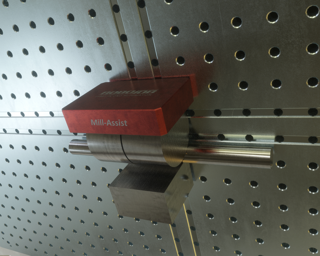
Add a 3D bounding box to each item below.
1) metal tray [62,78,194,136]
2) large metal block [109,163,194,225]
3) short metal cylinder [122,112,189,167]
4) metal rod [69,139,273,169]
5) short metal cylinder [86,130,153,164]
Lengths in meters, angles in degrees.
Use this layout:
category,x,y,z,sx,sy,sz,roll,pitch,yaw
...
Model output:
category,x,y,z,sx,sy,sz,roll,pitch,yaw
metal tray,-0.037,-0.027,0.367,0.130,0.090,0.030,1,119,27
large metal block,-0.009,0.079,0.423,0.080,0.080,0.050,1,119,28
short metal cylinder,-0.003,0.006,0.377,0.050,0.080,0.079,2,119,27
metal rod,-0.004,0.033,0.428,0.300,0.025,0.025,1,119,27
short metal cylinder,-0.049,0.005,0.401,0.050,0.080,0.080,1,119,28
